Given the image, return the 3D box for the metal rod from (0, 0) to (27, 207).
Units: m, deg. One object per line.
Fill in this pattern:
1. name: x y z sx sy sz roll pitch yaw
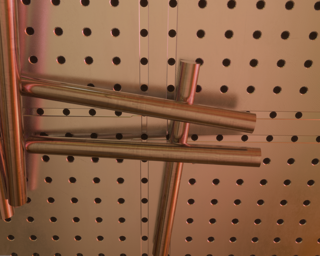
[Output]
1. metal rod: -0.180 -0.027 0.376 0.025 0.025 0.298 8 117 -3

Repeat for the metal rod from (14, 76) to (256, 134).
1. metal rod: -0.036 -0.030 0.382 0.301 0.025 0.025 10 110 4

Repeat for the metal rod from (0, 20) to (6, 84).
1. metal rod: -0.199 -0.063 0.371 0.025 0.025 0.298 13 103 -5

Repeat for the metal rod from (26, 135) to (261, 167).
1. metal rod: -0.026 0.029 0.402 0.301 0.025 0.025 3 110 7

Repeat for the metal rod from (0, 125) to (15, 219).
1. metal rod: -0.225 -0.012 0.407 0.025 0.025 0.298 1 110 -1

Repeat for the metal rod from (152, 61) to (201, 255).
1. metal rod: 0.019 0.057 0.434 0.025 0.025 0.298 7 110 -3
